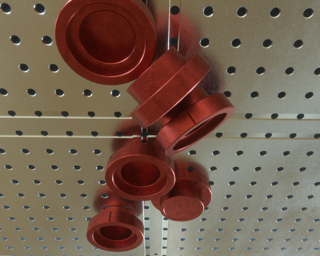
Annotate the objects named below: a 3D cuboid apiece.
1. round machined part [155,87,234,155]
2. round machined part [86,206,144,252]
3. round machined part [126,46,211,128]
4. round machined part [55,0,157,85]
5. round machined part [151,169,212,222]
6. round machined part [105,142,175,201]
[{"bbox_3d":[0.036,-0.011,0.368,0.098,0.042,0.098,-31,164,-9],"label":"round machined part"},{"bbox_3d":[-0.077,0.175,0.549,0.099,0.042,0.097,0,130,0],"label":"round machined part"},{"bbox_3d":[0.003,-0.048,0.328,0.098,0.098,0.042,-39,99,28],"label":"round machined part"},{"bbox_3d":[-0.052,-0.096,0.317,0.099,0.042,0.097,0,130,1],"label":"round machined part"},{"bbox_3d":[0.034,0.114,0.497,0.099,0.042,0.097,0,130,0],"label":"round machined part"},{"bbox_3d":[-0.028,0.059,0.449,0.099,0.042,0.097,0,129,1],"label":"round machined part"}]
